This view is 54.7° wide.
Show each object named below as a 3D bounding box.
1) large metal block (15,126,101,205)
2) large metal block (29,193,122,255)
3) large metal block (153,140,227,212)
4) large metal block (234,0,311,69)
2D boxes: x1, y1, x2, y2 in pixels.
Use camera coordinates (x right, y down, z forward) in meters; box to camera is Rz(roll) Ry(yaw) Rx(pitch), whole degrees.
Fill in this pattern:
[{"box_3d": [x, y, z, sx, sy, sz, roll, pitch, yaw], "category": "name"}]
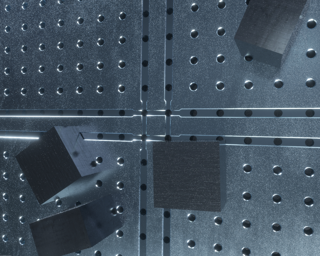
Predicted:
[{"box_3d": [-0.147, 0.052, 0.450, 0.080, 0.050, 0.080, -35, 79, 16], "category": "large metal block"}, {"box_3d": [-0.111, 0.132, 0.421, 0.080, 0.080, 0.050, -22, 83, 18], "category": "large metal block"}, {"box_3d": [0.038, 0.056, 0.385, 0.080, 0.050, 0.079, -1, 90, 19], "category": "large metal block"}, {"box_3d": [0.125, -0.118, 0.339, 0.050, 0.080, 0.080, 25, 98, 18], "category": "large metal block"}]
